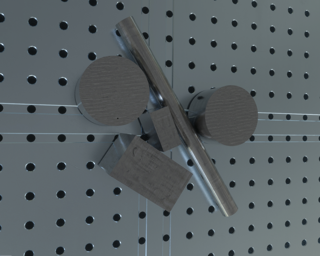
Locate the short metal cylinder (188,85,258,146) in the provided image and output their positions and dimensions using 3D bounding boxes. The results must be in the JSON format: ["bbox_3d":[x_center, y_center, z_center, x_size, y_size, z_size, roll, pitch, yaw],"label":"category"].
[{"bbox_3d":[0.086,-0.016,0.427,0.081,0.050,0.079,0,90,-20],"label":"short metal cylinder"}]

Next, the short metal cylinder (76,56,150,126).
[{"bbox_3d":[-0.059,-0.042,0.374,0.081,0.050,0.079,0,90,-20],"label":"short metal cylinder"}]

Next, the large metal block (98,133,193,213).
[{"bbox_3d":[-0.021,0.050,0.371,0.080,0.080,0.050,36,79,-16],"label":"large metal block"}]

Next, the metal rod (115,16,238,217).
[{"bbox_3d":[0.028,-0.008,0.419,0.025,0.025,0.299,-33,101,-17],"label":"metal rod"}]

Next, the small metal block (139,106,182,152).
[{"bbox_3d":[-0.001,0.001,0.395,0.025,0.050,0.050,-23,98,-19],"label":"small metal block"}]
